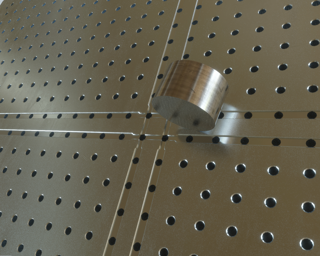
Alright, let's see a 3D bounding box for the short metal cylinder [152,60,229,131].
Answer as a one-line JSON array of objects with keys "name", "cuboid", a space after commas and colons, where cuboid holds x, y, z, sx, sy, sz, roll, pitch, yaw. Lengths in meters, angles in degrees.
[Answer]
[{"name": "short metal cylinder", "cuboid": [0.037, -0.037, 0.376, 0.080, 0.080, 0.050, 12, 68, 32]}]
